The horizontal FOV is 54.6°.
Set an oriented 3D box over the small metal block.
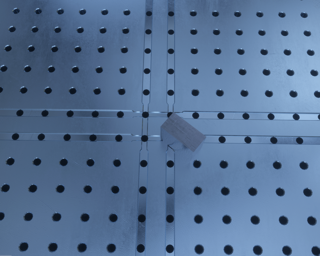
[{"bbox_3d":[0.028,0.013,0.394,0.050,0.050,0.025,38,75,12],"label":"small metal block"}]
